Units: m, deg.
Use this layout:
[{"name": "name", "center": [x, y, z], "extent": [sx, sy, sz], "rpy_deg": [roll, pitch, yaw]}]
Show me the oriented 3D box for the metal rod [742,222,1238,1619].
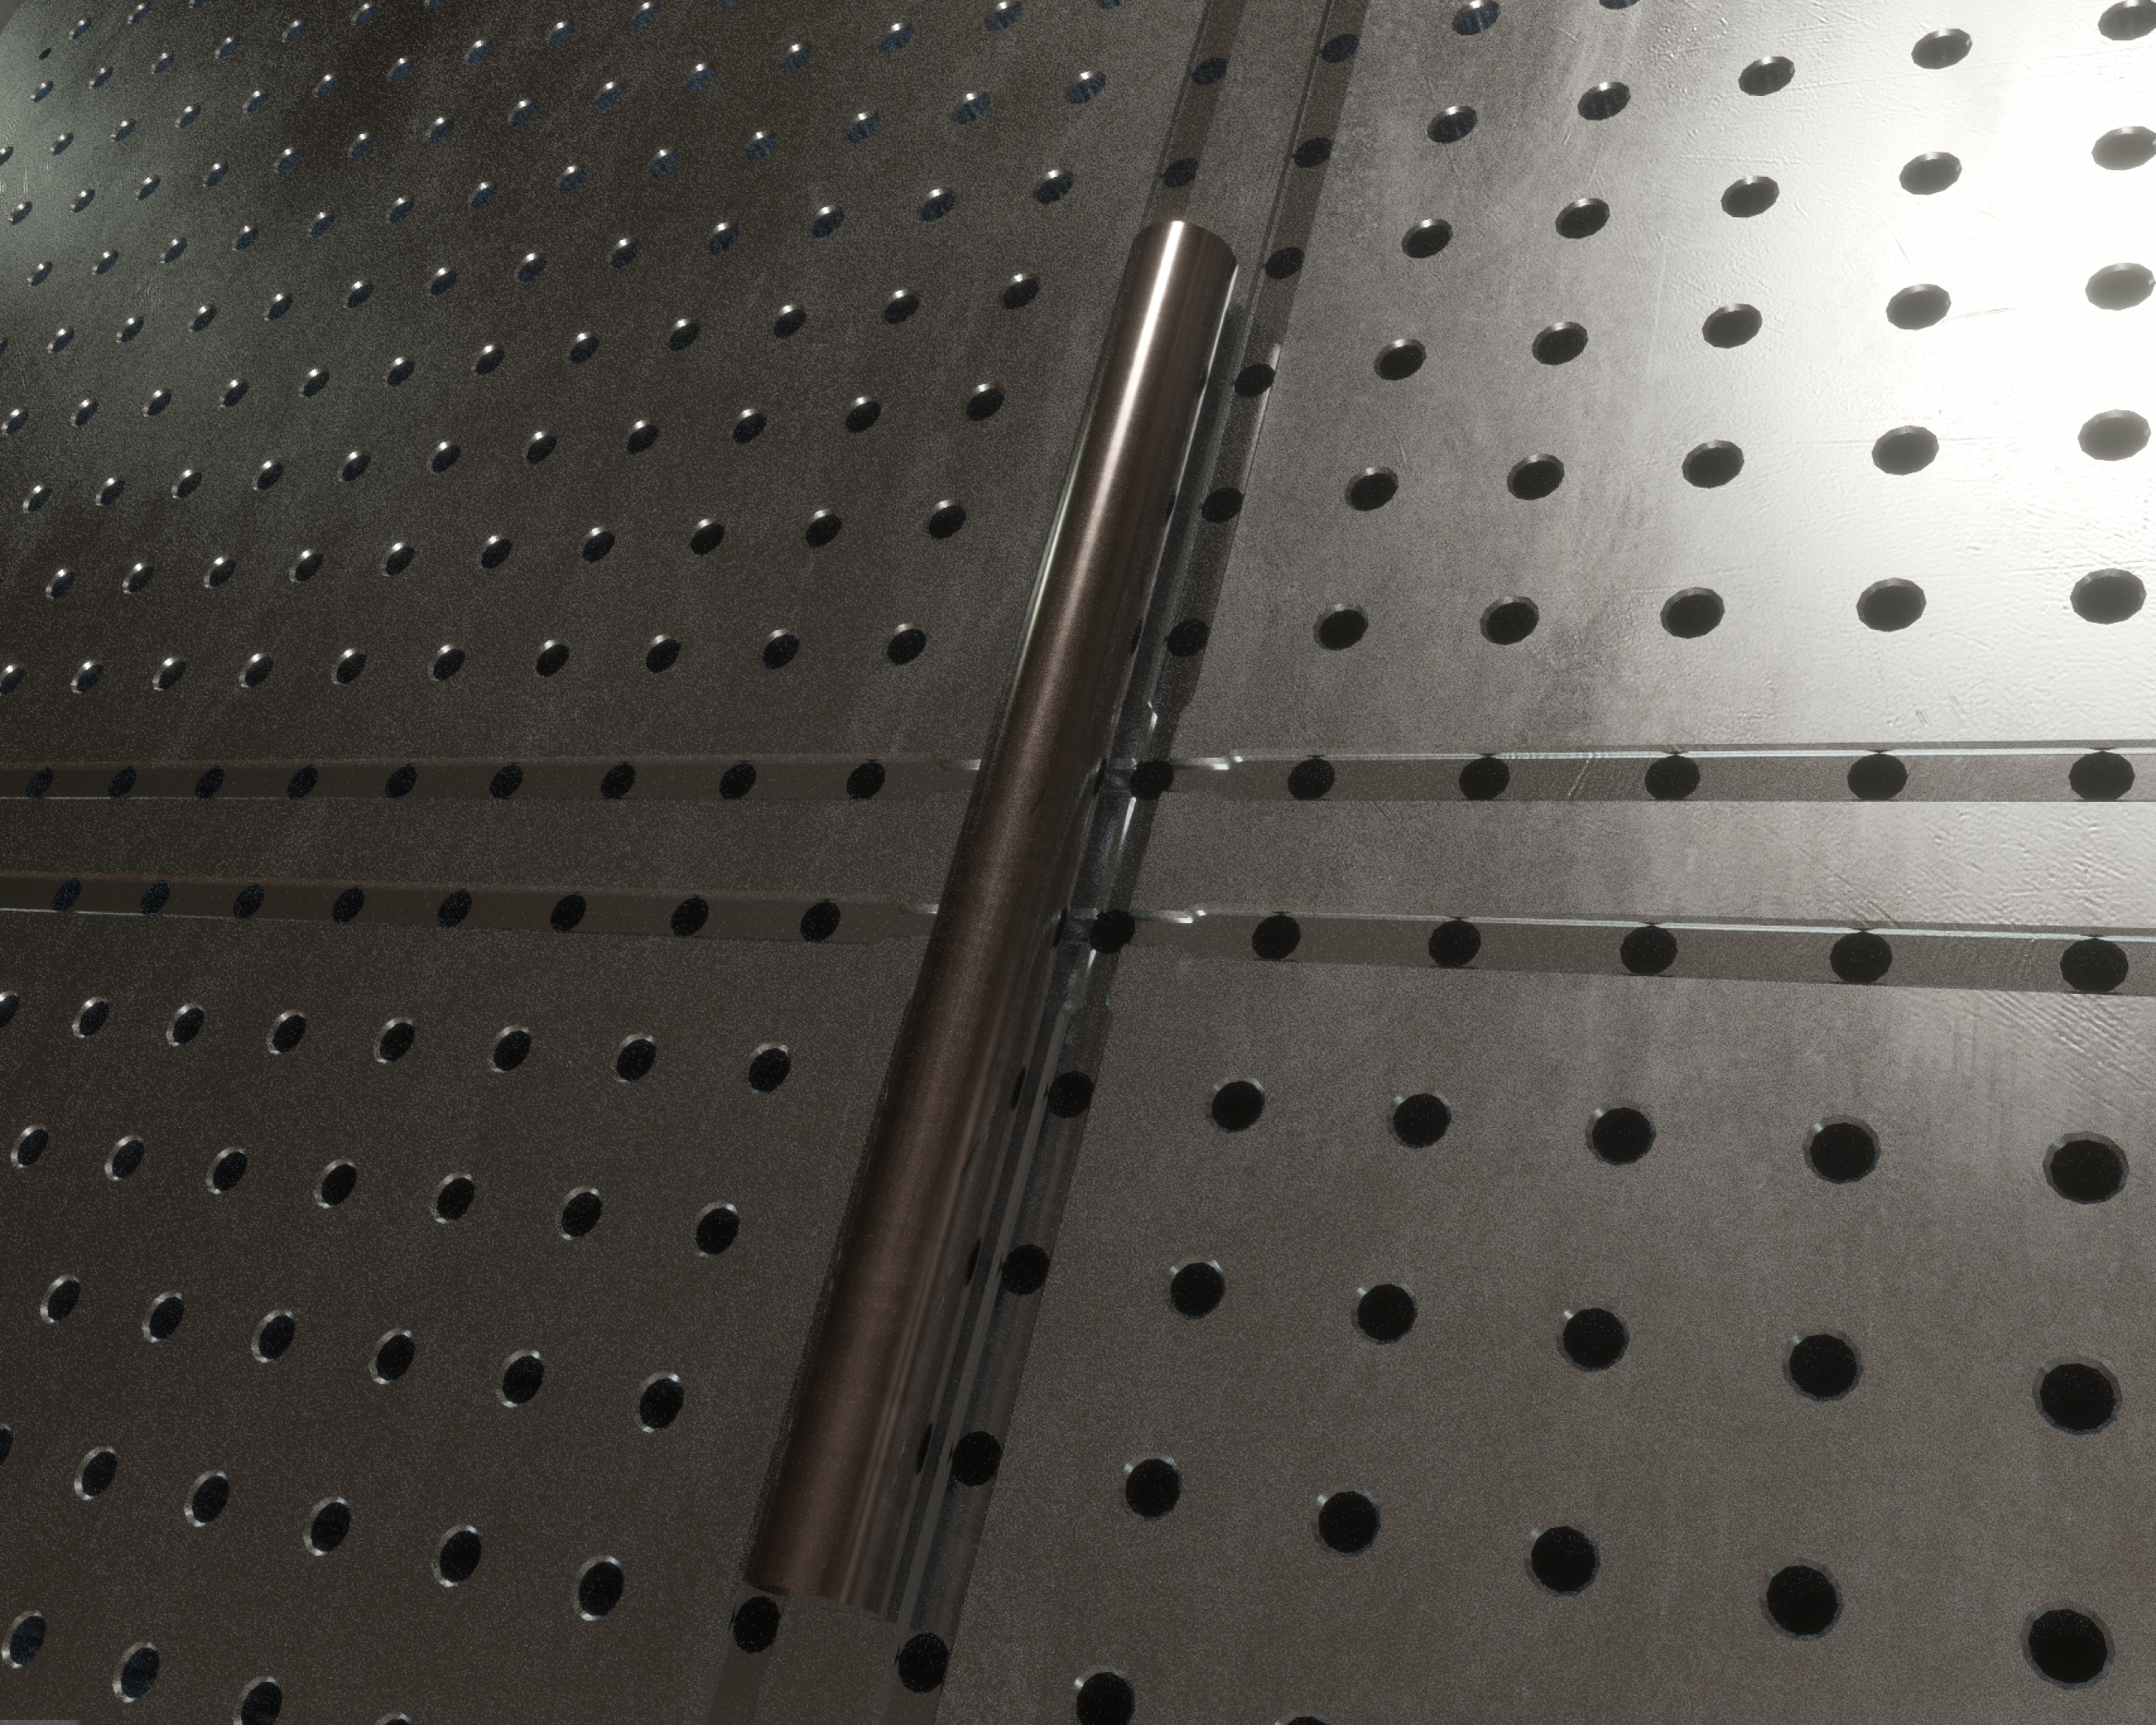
[{"name": "metal rod", "center": [-0.010, -0.007, 0.416], "extent": [0.025, 0.025, 0.300], "rpy_deg": [1, 62, 28]}]
